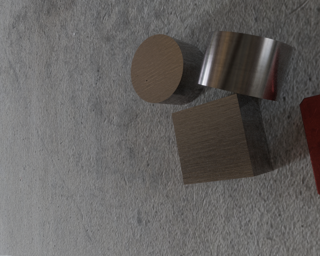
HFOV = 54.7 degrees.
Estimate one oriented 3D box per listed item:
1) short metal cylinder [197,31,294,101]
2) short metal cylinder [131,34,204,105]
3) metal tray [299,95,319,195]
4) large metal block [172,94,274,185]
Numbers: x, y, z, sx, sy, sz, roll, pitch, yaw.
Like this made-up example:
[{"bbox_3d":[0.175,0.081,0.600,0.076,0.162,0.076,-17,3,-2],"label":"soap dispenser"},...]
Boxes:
[{"bbox_3d":[0.081,-0.059,0.302,0.080,0.081,0.050,21,103,38],"label":"short metal cylinder"},{"bbox_3d":[0.011,-0.069,0.380,0.080,0.050,0.080,0,90,40],"label":"short metal cylinder"},{"bbox_3d":[0.190,0.006,0.245,0.130,0.030,0.090,-14,81,39],"label":"metal tray"},{"bbox_3d":[0.066,0.014,0.334,0.080,0.050,0.080,-16,80,39],"label":"large metal block"}]
